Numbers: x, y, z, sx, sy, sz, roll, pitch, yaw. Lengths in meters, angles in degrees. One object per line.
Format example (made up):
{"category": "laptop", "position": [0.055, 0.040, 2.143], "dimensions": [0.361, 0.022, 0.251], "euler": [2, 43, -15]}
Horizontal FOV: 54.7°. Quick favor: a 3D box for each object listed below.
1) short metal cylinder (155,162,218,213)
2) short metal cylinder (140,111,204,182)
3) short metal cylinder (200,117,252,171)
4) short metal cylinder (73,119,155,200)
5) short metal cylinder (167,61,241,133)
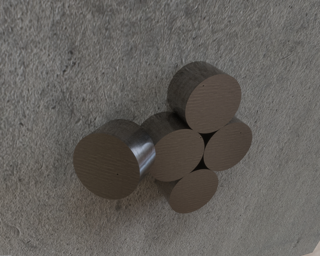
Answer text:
{"category": "short metal cylinder", "position": [0.039, 0.080, 0.463], "dimensions": [0.081, 0.050, 0.079], "euler": [-14, 124, -21]}
{"category": "short metal cylinder", "position": [0.011, 0.024, 0.413], "dimensions": [0.081, 0.050, 0.079], "euler": [-14, 124, -21]}
{"category": "short metal cylinder", "position": [0.085, 0.015, 0.448], "dimensions": [0.081, 0.050, 0.079], "euler": [-14, 124, -21]}
{"category": "short metal cylinder", "position": [-0.051, 0.035, 0.359], "dimensions": [0.080, 0.050, 0.079], "euler": [6, 111, 17]}
{"category": "short metal cylinder", "position": [0.056, -0.040, 0.398], "dimensions": [0.081, 0.050, 0.079], "euler": [-14, 124, -21]}
